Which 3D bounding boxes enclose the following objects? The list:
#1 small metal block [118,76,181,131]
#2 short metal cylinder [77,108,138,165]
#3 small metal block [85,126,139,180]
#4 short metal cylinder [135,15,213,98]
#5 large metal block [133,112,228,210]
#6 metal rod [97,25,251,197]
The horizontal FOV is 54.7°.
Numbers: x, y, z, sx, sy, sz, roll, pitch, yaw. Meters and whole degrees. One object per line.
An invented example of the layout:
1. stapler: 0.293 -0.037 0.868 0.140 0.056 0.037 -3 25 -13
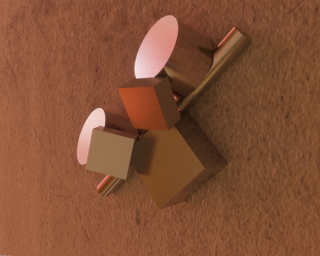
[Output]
1. small metal block: -0.011 -0.026 0.332 0.050 0.025 0.050 3 123 39
2. short metal cylinder: -0.074 0.018 0.431 0.080 0.050 0.080 -32 47 43
3. small metal block: -0.057 0.029 0.370 0.050 0.025 0.050 14 101 6
4. short metal cylinder: 0.014 -0.081 0.358 0.080 0.050 0.080 -32 47 43
5. large metal block: 0.018 0.037 0.371 0.080 0.050 0.080 -49 62 29
6. metal rod: 0.002 -0.004 0.403 0.299 0.025 0.025 -48 62 28
